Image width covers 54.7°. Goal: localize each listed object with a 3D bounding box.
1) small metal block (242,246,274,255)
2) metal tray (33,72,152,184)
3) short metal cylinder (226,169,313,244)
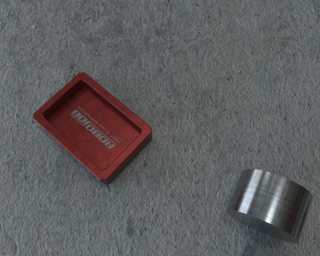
[{"bbox_3d":[0.118,0.154,0.339,0.050,0.050,0.025,26,72,9],"label":"small metal block"},{"bbox_3d":[-0.086,-0.002,0.405,0.130,0.030,0.090,39,74,13],"label":"metal tray"},{"bbox_3d":[0.122,0.087,0.348,0.080,0.080,0.050,25,72,8],"label":"short metal cylinder"}]
